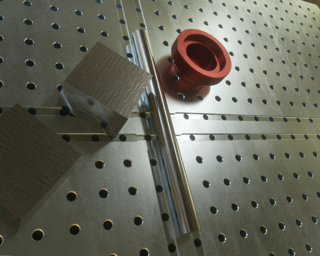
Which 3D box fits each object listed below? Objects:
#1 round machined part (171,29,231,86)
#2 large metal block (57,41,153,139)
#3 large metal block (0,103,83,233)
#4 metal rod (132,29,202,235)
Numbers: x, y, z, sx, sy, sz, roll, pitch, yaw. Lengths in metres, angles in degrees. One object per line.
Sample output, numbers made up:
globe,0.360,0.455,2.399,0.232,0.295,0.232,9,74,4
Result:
round machined part,0.061,-0.107,0.496,0.099,0.042,0.098,14,56,-21
large metal block,-0.067,-0.047,0.385,0.080,0.050,0.080,31,52,-8
large metal block,-0.136,0.037,0.296,0.080,0.050,0.080,39,51,-2
metal rod,0.002,-0.012,0.416,0.025,0.025,0.299,0,62,-28
